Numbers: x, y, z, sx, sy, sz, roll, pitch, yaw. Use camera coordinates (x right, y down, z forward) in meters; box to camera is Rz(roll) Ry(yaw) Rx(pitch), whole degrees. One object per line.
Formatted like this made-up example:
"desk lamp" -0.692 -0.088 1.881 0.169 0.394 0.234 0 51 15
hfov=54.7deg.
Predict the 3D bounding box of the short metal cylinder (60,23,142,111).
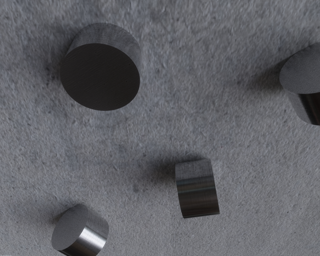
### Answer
"short metal cylinder" -0.061 -0.065 0.334 0.081 0.050 0.079 0 130 0

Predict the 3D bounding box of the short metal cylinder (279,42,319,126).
"short metal cylinder" 0.178 -0.049 0.332 0.080 0.080 0.050 -28 125 21

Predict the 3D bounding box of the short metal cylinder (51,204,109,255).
"short metal cylinder" -0.133 0.176 0.519 0.080 0.080 0.050 -28 125 21

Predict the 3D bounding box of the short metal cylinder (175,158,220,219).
"short metal cylinder" 0.054 0.087 0.446 0.050 0.080 0.080 -10 130 7
